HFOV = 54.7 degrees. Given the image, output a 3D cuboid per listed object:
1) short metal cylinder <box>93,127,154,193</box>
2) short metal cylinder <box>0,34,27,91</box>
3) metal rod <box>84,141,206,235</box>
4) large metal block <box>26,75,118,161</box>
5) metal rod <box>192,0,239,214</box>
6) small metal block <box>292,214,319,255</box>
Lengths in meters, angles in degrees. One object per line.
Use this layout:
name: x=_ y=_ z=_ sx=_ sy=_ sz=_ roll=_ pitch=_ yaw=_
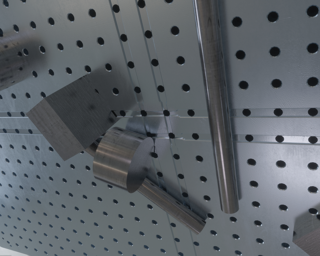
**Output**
short metal cylinder: x=-0.048 y=0.043 z=0.428 sx=0.050 sy=0.080 sz=0.079 roll=17 pitch=125 yaw=18
short metal cylinder: x=-0.252 y=-0.097 z=0.468 sx=0.080 sy=0.050 sz=0.079 roll=13 pitch=124 yaw=21
metal rod: x=-0.059 y=0.065 z=0.482 sx=0.301 sy=0.025 sz=0.025 roll=36 pitch=129 yaw=4
large metal block: x=-0.118 y=-0.015 z=0.429 sx=0.050 sy=0.080 sz=0.080 roll=-27 pitch=104 yaw=37
metal rod: x=0.068 y=-0.021 z=0.362 sx=0.025 sy=0.025 sz=0.298 roll=2 pitch=120 yaw=27
small metal block: x=0.206 y=0.140 z=0.389 sx=0.050 sy=0.025 sz=0.050 roll=39 pitch=129 yaw=1
